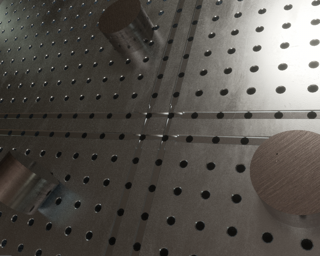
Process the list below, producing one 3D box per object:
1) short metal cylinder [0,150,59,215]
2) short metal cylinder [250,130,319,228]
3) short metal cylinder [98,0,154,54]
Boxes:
[{"bbox_3d":[-0.188,0.073,0.424,0.080,0.080,0.050,31,79,37],"label":"short metal cylinder"},{"bbox_3d":[0.131,0.049,0.293,0.080,0.050,0.080,-13,56,20],"label":"short metal cylinder"},{"bbox_3d":[-0.057,-0.174,0.527,0.080,0.050,0.080,-13,56,20],"label":"short metal cylinder"}]
